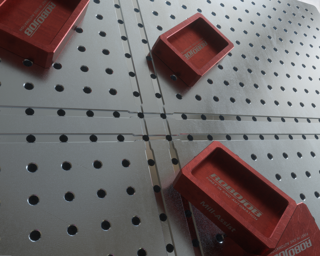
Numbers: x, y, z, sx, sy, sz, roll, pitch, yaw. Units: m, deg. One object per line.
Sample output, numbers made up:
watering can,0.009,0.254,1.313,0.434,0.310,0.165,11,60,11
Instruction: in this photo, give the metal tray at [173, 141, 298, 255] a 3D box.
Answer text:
metal tray,0.092,0.082,0.380,0.130,0.030,0.091,40,43,17

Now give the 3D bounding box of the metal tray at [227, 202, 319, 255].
metal tray,0.158,0.157,0.397,0.131,0.030,0.090,-8,66,-32

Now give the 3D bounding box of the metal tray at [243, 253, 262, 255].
metal tray,0.080,0.201,0.299,0.131,0.030,0.090,-39,84,-19

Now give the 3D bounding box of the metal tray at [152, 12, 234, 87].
metal tray,0.059,-0.135,0.521,0.090,0.030,0.131,44,51,2

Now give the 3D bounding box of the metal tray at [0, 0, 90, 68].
metal tray,-0.160,-0.149,0.410,0.090,0.030,0.130,26,52,-13
